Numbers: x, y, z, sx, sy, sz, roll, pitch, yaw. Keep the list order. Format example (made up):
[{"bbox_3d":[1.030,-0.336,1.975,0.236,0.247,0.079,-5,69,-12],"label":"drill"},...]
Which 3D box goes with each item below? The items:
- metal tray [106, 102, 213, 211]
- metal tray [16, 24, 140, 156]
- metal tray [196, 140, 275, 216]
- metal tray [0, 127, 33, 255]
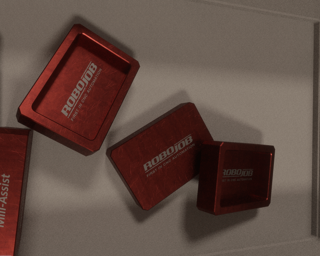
[{"bbox_3d":[0.007,0.035,0.412,0.131,0.030,0.090,-32,101,-17],"label":"metal tray"},{"bbox_3d":[-0.088,-0.045,0.355,0.090,0.030,0.130,31,63,-18],"label":"metal tray"},{"bbox_3d":[0.108,0.065,0.425,0.131,0.030,0.089,6,89,-41],"label":"metal tray"},{"bbox_3d":[-0.156,0.064,0.318,0.030,0.090,0.129,7,88,-20],"label":"metal tray"}]
